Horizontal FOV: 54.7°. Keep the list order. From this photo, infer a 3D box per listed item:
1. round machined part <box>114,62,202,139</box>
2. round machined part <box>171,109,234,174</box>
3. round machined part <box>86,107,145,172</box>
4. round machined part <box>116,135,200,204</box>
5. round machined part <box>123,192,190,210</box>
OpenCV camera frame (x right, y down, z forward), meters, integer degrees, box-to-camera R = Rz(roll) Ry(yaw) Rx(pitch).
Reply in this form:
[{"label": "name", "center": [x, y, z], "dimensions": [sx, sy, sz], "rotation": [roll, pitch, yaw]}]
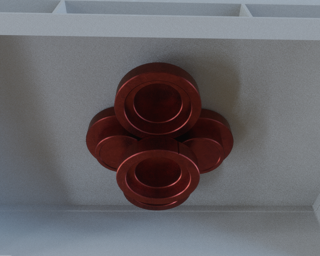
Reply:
[{"label": "round machined part", "center": [-0.002, -0.034, 0.366], "dimensions": [0.099, 0.042, 0.097], "rotation": [-1, 130, 0]}, {"label": "round machined part", "center": [0.050, 0.025, 0.417], "dimensions": [0.099, 0.042, 0.097], "rotation": [-1, 130, 0]}, {"label": "round machined part", "center": [-0.050, 0.022, 0.414], "dimensions": [0.099, 0.042, 0.097], "rotation": [-1, 130, 0]}, {"label": "round machined part", "center": [-0.002, 0.047, 0.380], "dimensions": [0.099, 0.042, 0.097], "rotation": [-1, 130, 0]}, {"label": "round machined part", "center": [-0.004, 0.077, 0.461], "dimensions": [0.099, 0.042, 0.097], "rotation": [-1, 130, 0]}]
